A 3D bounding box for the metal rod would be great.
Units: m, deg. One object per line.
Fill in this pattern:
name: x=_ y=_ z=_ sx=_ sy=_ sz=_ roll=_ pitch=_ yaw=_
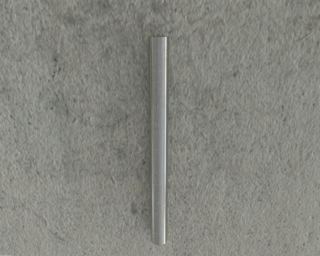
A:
metal rod: x=-0.001 y=0.030 z=0.420 sx=0.025 sy=0.025 sz=0.298 roll=0 pitch=110 yaw=-1
